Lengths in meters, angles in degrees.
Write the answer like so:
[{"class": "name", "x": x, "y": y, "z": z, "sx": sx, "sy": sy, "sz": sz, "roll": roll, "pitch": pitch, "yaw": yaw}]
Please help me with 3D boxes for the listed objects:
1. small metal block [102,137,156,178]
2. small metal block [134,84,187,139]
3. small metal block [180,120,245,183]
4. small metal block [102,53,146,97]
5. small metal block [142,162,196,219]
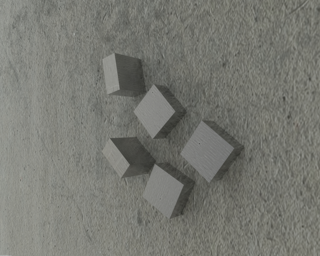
[{"class": "small metal block", "x": -0.042, "y": 0.039, "z": 0.424, "sx": 0.050, "sy": 0.050, "sz": 0.025, "roll": 48, "pitch": 119, "yaw": 29}, {"class": "small metal block", "x": -0.001, "y": -0.021, "z": 0.405, "sx": 0.050, "sy": 0.025, "sz": 0.050, "roll": -51, "pitch": 60, "yaw": 28}, {"class": "small metal block", "x": 0.059, "y": 0.026, "z": 0.356, "sx": 0.050, "sy": 0.025, "sz": 0.050, "roll": 44, "pitch": 117, "yaw": 31}, {"class": "small metal block", "x": -0.049, "y": -0.072, "z": 0.429, "sx": 0.025, "sy": 0.050, "sz": 0.050, "roll": -15, "pitch": 81, "yaw": 39}, {"class": "small metal block", "x": 0.011, "y": 0.079, "z": 0.396, "sx": 0.050, "sy": 0.025, "sz": 0.050, "roll": 32, "pitch": 110, "yaw": 35}]
